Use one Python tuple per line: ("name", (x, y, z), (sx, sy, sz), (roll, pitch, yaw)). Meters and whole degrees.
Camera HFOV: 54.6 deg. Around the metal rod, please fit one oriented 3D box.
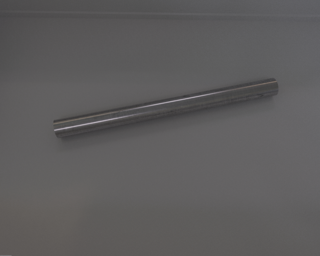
("metal rod", (0.011, -0.028, 0.419), (0.302, 0.025, 0.025), (-11, 71, -4))
